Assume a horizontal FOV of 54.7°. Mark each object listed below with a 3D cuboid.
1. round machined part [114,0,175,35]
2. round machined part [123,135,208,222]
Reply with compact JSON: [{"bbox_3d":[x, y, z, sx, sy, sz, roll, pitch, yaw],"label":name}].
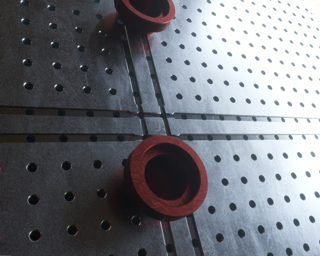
[{"bbox_3d":[-0.028,-0.191,0.500,0.099,0.042,0.098,14,56,-21],"label":"round machined part"},{"bbox_3d":[0.003,0.061,0.364,0.099,0.042,0.098,14,56,-21],"label":"round machined part"}]
